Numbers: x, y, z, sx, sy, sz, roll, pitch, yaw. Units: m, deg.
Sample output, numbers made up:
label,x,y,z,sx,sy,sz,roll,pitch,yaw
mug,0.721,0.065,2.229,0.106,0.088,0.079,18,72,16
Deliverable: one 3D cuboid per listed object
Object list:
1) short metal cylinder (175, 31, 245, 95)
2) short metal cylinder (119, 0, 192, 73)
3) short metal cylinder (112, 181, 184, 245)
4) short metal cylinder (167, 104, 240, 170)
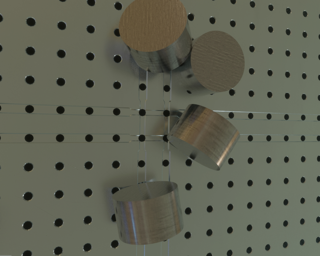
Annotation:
label,x,y,z,sx,sy,sz,roll,pitch,yaw
short metal cylinder,0.068,-0.087,0.426,0.081,0.050,0.079,0,90,-21
short metal cylinder,-0.004,-0.115,0.378,0.080,0.050,0.080,-4,71,12
short metal cylinder,-0.014,0.101,0.379,0.081,0.080,0.050,-10,94,-20
short metal cylinder,0.056,0.013,0.406,0.080,0.080,0.050,38,78,-17
